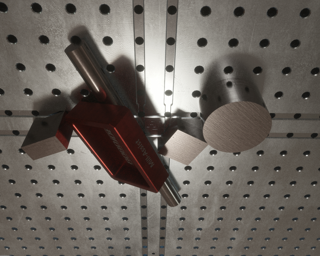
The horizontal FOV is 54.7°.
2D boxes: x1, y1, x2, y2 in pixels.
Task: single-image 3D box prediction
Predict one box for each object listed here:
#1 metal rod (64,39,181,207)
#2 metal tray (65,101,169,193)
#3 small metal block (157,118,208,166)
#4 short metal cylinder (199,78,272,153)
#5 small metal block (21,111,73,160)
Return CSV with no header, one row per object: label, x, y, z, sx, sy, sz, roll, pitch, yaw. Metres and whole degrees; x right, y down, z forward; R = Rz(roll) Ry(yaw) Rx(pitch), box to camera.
metal rod,-0.034,0.016,0.424,0.025,0.025,0.299,-18,128,14
metal tray,-0.053,0.026,0.399,0.090,0.030,0.130,8,141,38
small metal block,0.031,0.020,0.429,0.050,0.025,0.050,25,126,-20
short metal cylinder,0.091,-0.015,0.384,0.081,0.050,0.079,0,130,0
small metal block,-0.143,0.009,0.401,0.050,0.050,0.025,-17,128,14
